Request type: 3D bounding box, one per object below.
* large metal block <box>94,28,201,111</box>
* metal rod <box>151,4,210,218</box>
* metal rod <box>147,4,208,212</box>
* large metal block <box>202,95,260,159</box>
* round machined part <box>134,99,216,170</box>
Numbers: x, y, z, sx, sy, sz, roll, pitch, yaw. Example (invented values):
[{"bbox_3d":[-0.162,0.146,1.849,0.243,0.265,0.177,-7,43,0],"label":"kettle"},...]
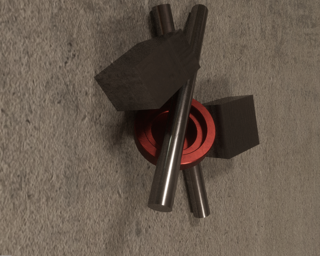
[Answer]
[{"bbox_3d":[-0.015,-0.065,0.358,0.080,0.080,0.050,-47,118,-30],"label":"large metal block"},{"bbox_3d":[0.032,-0.016,0.433,0.025,0.025,0.298,-20,103,-39],"label":"metal rod"},{"bbox_3d":[0.029,-0.047,0.381,0.025,0.025,0.300,37,52,-34],"label":"metal rod"},{"bbox_3d":[0.105,-0.004,0.479,0.081,0.050,0.079,-18,102,-39],"label":"large metal block"},{"bbox_3d":[0.016,0.008,0.388,0.099,0.042,0.098,4,60,-6],"label":"round machined part"}]
